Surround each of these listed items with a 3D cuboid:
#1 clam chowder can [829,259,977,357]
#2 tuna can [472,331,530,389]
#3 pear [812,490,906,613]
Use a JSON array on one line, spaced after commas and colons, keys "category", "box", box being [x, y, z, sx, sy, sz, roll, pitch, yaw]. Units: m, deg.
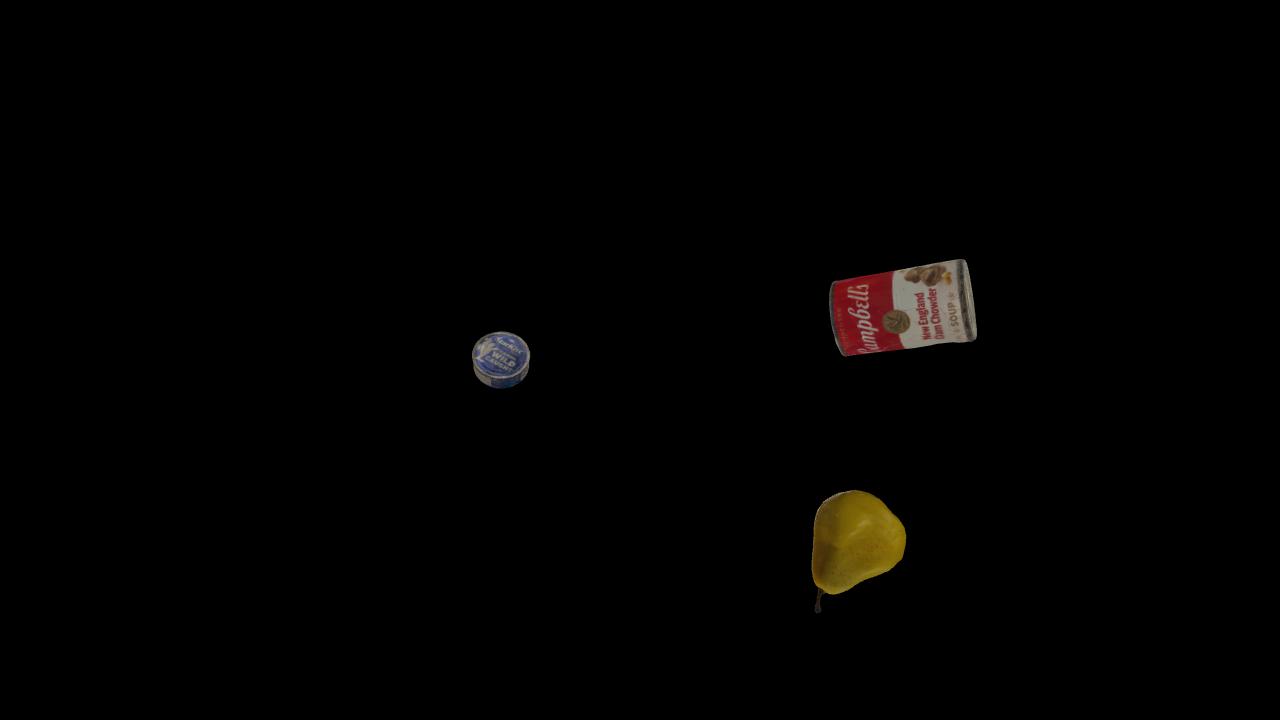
[{"category": "clam chowder can", "box": [0.218, -0.042, 0.510, 0.102, 0.068, 0.068, -8, -4, 32]}, {"category": "tuna can", "box": [-0.207, 0.000, 0.920, 0.084, 0.084, 0.034, 0, -33, -12]}, {"category": "pear", "box": [0.182, 0.173, 0.557, 0.111, 0.080, 0.080, -40, 9, -11]}]
